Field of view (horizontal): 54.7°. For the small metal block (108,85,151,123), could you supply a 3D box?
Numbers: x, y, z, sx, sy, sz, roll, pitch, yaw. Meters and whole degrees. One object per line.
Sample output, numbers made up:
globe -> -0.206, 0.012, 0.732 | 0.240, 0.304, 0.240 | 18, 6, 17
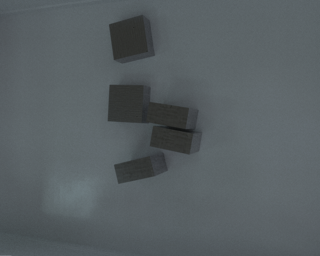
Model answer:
small metal block -> -0.042, -0.033, 0.424 | 0.050, 0.025, 0.050 | 4, 91, 19

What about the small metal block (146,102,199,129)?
small metal block -> 0.017, -0.015, 0.391 | 0.050, 0.050, 0.025 | 10, 94, 19

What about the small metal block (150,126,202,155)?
small metal block -> 0.021, 0.014, 0.389 | 0.050, 0.050, 0.025 | 11, 94, 19

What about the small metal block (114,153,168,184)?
small metal block -> -0.024, 0.052, 0.405 | 0.050, 0.050, 0.025 | -15, 85, 19

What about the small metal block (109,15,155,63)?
small metal block -> -0.038, -0.120, 0.423 | 0.050, 0.025, 0.050 | -9, 87, 19
